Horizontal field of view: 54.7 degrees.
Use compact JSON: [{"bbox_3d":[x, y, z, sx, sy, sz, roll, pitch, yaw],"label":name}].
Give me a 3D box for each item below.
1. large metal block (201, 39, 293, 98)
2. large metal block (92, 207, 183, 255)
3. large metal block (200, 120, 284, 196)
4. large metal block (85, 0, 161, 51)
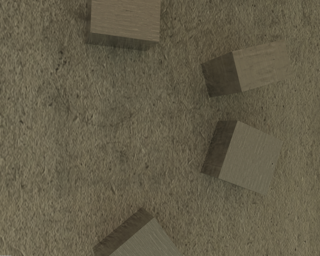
[{"bbox_3d":[0.115,-0.079,0.422,0.081,0.080,0.050,-17,96,-19],"label":"large metal block"},{"bbox_3d":[-0.024,0.161,0.387,0.080,0.050,0.080,-37,102,-16],"label":"large metal block"},{"bbox_3d":[0.115,0.041,0.438,0.080,0.050,0.080,22,83,-19],"label":"large metal block"},{"bbox_3d":[-0.046,-0.144,0.378,0.081,0.050,0.080,2,89,-20],"label":"large metal block"}]
